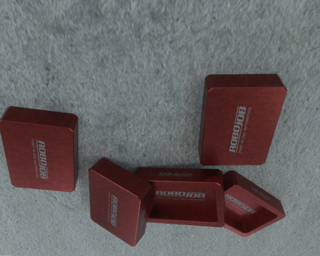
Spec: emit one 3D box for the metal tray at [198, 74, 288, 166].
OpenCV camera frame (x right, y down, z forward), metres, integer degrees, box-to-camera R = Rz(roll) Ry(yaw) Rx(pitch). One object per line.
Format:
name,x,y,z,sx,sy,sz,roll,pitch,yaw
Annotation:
metal tray,0.100,-0.006,0.400,0.091,0.030,0.129,-1,130,0

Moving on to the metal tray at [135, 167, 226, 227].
metal tray,0.030,0.104,0.466,0.130,0.030,0.089,-1,122,16

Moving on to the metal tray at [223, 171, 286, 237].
metal tray,0.132,0.131,0.517,0.130,0.030,0.090,33,122,-26

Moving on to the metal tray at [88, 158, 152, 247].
metal tray,-0.063,0.116,0.473,0.090,0.030,0.129,26,133,19

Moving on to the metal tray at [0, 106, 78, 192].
metal tray,-0.163,0.034,0.431,0.091,0.030,0.129,7,130,-7
